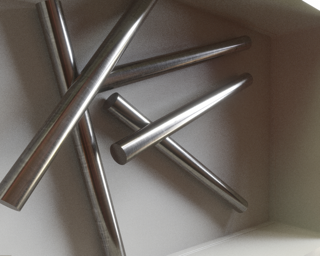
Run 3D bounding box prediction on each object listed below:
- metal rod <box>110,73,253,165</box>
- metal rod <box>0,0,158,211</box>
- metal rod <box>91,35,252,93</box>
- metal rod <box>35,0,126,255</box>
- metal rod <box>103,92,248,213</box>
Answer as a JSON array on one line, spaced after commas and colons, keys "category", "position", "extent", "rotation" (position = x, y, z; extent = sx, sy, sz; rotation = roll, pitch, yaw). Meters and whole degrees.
[{"category": "metal rod", "position": [0.052, -0.028, 0.427], "extent": [0.302, 0.025, 0.025], "rotation": [-30, 109, -43]}, {"category": "metal rod", "position": [-0.066, -0.057, 0.321], "extent": [0.025, 0.025, 0.300], "rotation": [46, 54, -31]}, {"category": "metal rod", "position": [0.035, -0.097, 0.435], "extent": [0.302, 0.025, 0.025], "rotation": [-23, 105, -37]}, {"category": "metal rod", "position": [-0.081, 0.018, 0.338], "extent": [0.025, 0.025, 0.298], "rotation": [-20, 103, -38]}, {"category": "metal rod", "position": [0.040, 0.050, 0.439], "extent": [0.301, 0.025, 0.025], "rotation": [40, 66, -33]}]
